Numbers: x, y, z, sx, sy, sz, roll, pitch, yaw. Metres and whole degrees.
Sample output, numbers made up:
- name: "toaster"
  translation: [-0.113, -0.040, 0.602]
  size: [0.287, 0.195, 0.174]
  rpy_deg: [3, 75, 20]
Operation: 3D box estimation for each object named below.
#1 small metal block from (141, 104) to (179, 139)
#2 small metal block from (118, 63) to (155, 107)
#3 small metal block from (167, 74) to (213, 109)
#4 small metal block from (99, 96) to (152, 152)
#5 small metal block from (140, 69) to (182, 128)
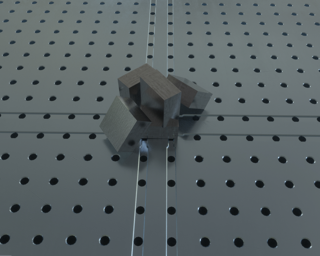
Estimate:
- name: "small metal block"
  translation: [-0.001, -0.013, 0.418]
  size: [0.050, 0.025, 0.050]
  rpy_deg: [1, 50, -1]
- name: "small metal block"
  translation: [-0.030, -0.056, 0.438]
  size: [0.050, 0.050, 0.025]
  rpy_deg: [-34, 58, -25]
- name: "small metal block"
  translation: [0.038, -0.050, 0.433]
  size: [0.050, 0.025, 0.050]
  rpy_deg: [35, 19, 26]
- name: "small metal block"
  translation: [-0.045, -0.005, 0.392]
  size: [0.025, 0.050, 0.050]
  rpy_deg: [5, 36, -48]
- name: "small metal block"
  translation: [0.000, -0.037, 0.390]
  size: [0.025, 0.050, 0.050]
  rpy_deg: [-29, 56, -23]
